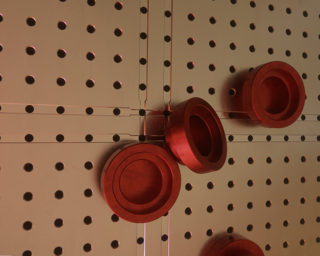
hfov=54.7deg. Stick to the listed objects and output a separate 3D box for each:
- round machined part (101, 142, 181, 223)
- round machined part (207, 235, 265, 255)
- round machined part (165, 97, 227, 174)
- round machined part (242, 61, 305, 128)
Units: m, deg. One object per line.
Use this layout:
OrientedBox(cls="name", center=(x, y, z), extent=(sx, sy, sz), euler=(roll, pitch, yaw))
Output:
OrientedBox(cls="round machined part", center=(-0.026, 0.067, 0.395), extent=(0.099, 0.042, 0.097), euler=(0, 91, -20))
OrientedBox(cls="round machined part", center=(0.115, 0.211, 0.448), extent=(0.099, 0.042, 0.097), euler=(0, 90, -21))
OrientedBox(cls="round machined part", center=(0.044, 0.012, 0.405), extent=(0.098, 0.042, 0.098), euler=(26, 54, -43))
OrientedBox(cls="round machined part", center=(0.165, -0.048, 0.466), extent=(0.099, 0.042, 0.097), euler=(0, 90, -21))
